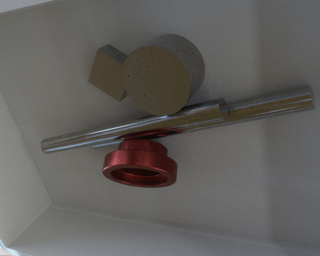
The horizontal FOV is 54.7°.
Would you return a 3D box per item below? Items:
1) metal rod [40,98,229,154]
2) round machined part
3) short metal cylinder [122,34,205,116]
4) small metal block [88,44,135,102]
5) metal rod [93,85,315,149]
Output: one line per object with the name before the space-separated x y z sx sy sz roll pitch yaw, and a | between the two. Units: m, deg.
metal rod | -0.056 0.004 0.412 0.300 0.025 0.025 -11 113 32
round machined part | -0.025 0.047 0.419 0.099 0.042 0.098 5 154 3
short metal cylinder | 0.005 -0.060 0.351 0.080 0.050 0.079 13 124 20
small metal block | -0.058 -0.070 0.395 0.050 0.025 0.050 33 129 6
metal rod | 0.028 -0.005 0.389 0.300 0.025 0.025 -12 113 32
